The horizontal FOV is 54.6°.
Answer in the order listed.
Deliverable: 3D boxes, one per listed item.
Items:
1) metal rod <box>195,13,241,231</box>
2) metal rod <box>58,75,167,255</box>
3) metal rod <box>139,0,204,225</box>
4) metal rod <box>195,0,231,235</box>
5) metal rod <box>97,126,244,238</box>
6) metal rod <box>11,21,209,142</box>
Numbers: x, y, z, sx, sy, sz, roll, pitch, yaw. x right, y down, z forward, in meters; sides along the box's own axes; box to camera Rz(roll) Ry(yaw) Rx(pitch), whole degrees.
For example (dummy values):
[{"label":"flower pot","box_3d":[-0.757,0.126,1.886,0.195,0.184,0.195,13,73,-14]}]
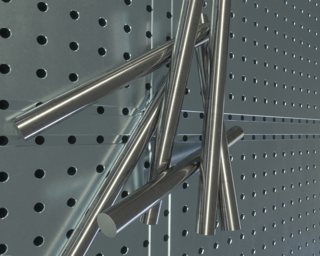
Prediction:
[{"label":"metal rod","box_3d":[0.073,-0.017,0.422,0.025,0.025,0.299,5,72,-40]},{"label":"metal rod","box_3d":[-0.047,0.052,0.368,0.025,0.025,0.300,43,64,-31]},{"label":"metal rod","box_3d":[0.014,-0.027,0.378,0.025,0.025,0.298,5,100,-40]},{"label":"metal rod","box_3d":[0.068,-0.020,0.392,0.025,0.025,0.299,8,85,-40]},{"label":"metal rod","box_3d":[0.039,0.049,0.400,0.302,0.025,0.025,-25,106,-50]},{"label":"metal rod","box_3d":[-0.024,-0.072,0.366,0.302,0.025,0.025,-34,111,-28]}]
